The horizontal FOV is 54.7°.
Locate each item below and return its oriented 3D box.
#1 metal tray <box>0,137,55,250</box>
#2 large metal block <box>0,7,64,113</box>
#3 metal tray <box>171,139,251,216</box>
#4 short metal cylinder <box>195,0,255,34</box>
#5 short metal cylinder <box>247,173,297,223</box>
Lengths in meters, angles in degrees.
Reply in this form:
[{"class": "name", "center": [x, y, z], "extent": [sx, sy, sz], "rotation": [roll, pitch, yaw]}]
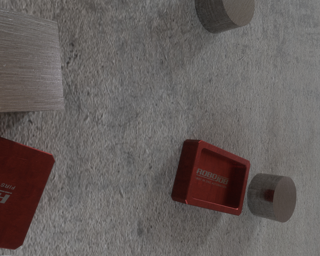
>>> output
[{"class": "metal tray", "center": [-0.168, 0.045, 0.261], "extent": [0.131, 0.030, 0.090], "rotation": [27, 73, -37]}, {"class": "large metal block", "center": [-0.133, -0.053, 0.262], "extent": [0.080, 0.050, 0.079], "rotation": [-9, 96, -58]}, {"class": "metal tray", "center": [0.082, 0.077, 0.469], "extent": [0.131, 0.030, 0.090], "rotation": [23, 76, -38]}, {"class": "short metal cylinder", "center": [0.099, -0.190, 0.471], "extent": [0.081, 0.050, 0.079], "rotation": [0, 90, -40]}, {"class": "short metal cylinder", "center": [0.202, 0.124, 0.559], "extent": [0.081, 0.050, 0.079], "rotation": [0, 90, -40]}]
